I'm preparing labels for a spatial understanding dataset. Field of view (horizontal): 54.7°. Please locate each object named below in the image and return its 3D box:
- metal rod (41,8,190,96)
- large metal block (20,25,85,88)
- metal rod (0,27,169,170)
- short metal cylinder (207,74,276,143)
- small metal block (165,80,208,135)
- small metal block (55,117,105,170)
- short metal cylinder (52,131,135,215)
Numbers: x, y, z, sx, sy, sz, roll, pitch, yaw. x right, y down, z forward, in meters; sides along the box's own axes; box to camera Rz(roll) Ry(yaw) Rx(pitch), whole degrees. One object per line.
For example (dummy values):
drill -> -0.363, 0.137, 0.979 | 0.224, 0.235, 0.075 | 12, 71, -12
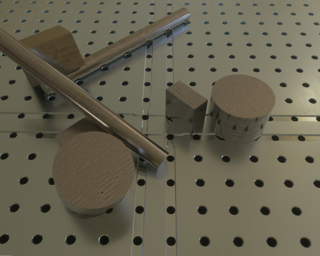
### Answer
metal rod -> -0.061, -0.137, 0.522 | 0.302, 0.025, 0.025 | -36, 59, -27
large metal block -> -0.169, -0.110, 0.462 | 0.080, 0.050, 0.080 | -28, 34, -16
metal rod -> -0.117, -0.049, 0.387 | 0.300, 0.025, 0.025 | 37, 57, 4
short metal cylinder -> 0.106, -0.027, 0.414 | 0.080, 0.050, 0.080 | 0, 50, 0
small metal block -> 0.034, -0.027, 0.414 | 0.025, 0.050, 0.050 | -36, 59, -26
small metal block -> -0.094, 0.018, 0.392 | 0.050, 0.025, 0.050 | -37, 59, -27
short metal cylinder -> -0.071, 0.050, 0.332 | 0.081, 0.050, 0.080 | 6, 66, -13
